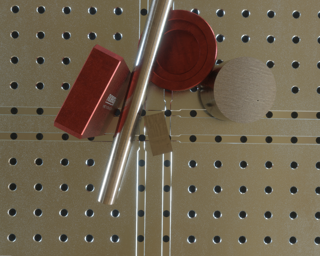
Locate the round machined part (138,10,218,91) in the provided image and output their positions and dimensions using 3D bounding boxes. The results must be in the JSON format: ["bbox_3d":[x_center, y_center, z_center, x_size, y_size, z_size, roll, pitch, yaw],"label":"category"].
[{"bbox_3d":[0.024,-0.097,0.398,0.098,0.042,0.097,1,96,12],"label":"round machined part"}]

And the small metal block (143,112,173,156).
[{"bbox_3d":[-0.002,0.007,0.401,0.025,0.050,0.050,-13,90,0],"label":"small metal block"}]

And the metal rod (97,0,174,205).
[{"bbox_3d":[-0.029,-0.043,0.381,0.025,0.025,0.298,17,102,-1],"label":"metal rod"}]

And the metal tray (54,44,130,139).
[{"bbox_3d":[-0.069,-0.036,0.360,0.030,0.130,0.090,28,90,0],"label":"metal tray"}]

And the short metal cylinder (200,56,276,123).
[{"bbox_3d":[0.098,-0.047,0.395,0.081,0.050,0.079,-1,95,-11],"label":"short metal cylinder"}]
